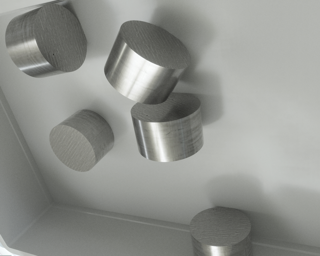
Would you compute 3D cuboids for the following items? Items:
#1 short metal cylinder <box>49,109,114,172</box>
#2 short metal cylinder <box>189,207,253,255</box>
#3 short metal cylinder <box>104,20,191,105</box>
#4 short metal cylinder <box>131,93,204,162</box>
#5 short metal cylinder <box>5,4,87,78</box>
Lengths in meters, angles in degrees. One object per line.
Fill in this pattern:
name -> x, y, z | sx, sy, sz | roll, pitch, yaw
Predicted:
short metal cylinder -> -0.117, 0.019, 0.466 | 0.080, 0.050, 0.079 | 13, 124, 21
short metal cylinder -> 0.083, 0.152, 0.420 | 0.080, 0.080, 0.050 | 1, 113, 27
short metal cylinder -> -0.014, -0.071, 0.336 | 0.080, 0.080, 0.050 | 36, 129, 4
short metal cylinder -> 0.010, -0.003, 0.366 | 0.080, 0.080, 0.050 | 5, 121, 25
short metal cylinder -> -0.137, -0.105, 0.381 | 0.050, 0.080, 0.080 | -4, 116, 30
